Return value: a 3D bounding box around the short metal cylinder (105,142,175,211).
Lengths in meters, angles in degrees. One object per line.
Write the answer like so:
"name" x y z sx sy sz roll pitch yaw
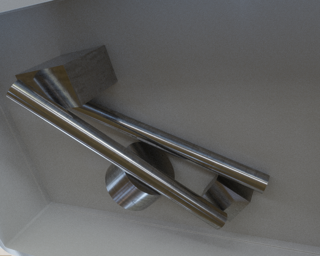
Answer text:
"short metal cylinder" -0.027 0.066 0.424 0.080 0.080 0.050 42 129 -2

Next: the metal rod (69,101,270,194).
"metal rod" -0.005 0.014 0.417 0.301 0.025 0.025 23 127 14

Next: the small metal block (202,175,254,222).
"small metal block" 0.088 0.091 0.416 0.050 0.025 0.050 33 129 6

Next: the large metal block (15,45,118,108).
"large metal block" -0.115 -0.063 0.392 0.080 0.080 0.050 -4 117 29

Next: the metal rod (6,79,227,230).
"metal rod" -0.042 0.038 0.376 0.301 0.025 0.025 34 130 -11
